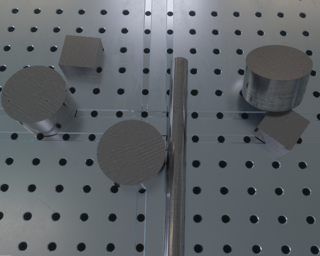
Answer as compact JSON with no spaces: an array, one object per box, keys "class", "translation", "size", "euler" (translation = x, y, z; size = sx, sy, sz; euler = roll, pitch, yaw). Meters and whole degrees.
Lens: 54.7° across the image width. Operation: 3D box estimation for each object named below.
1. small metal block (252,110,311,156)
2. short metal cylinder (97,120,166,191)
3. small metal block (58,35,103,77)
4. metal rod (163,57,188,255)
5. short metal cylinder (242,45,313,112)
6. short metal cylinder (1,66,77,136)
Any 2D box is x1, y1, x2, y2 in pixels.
[{"class":"small metal block","translation":[0.161,0.000,0.413],"size":[0.050,0.025,0.050],"euler":[37,74,12]},{"class":"short metal cylinder","translation":[-0.033,0.036,0.385],"size":[0.081,0.050,0.080],"euler":[0,70,0]},{"class":"small metal block","translation":[-0.113,-0.105,0.449],"size":[0.050,0.025,0.050],"euler":[6,70,2]},{"class":"metal rod","translation":[0.021,0.045,0.395],"size":[0.025,0.025,0.299],"euler":[3,70,1]},{"class":"short metal cylinder","translation":[0.152,-0.067,0.408],"size":[0.080,0.050,0.080],"euler":[-3,45,4]},{"class":"short metal cylinder","translation":[-0.157,-0.035,0.410],"size":[0.081,0.050,0.080],"euler":[0,70,0]}]
